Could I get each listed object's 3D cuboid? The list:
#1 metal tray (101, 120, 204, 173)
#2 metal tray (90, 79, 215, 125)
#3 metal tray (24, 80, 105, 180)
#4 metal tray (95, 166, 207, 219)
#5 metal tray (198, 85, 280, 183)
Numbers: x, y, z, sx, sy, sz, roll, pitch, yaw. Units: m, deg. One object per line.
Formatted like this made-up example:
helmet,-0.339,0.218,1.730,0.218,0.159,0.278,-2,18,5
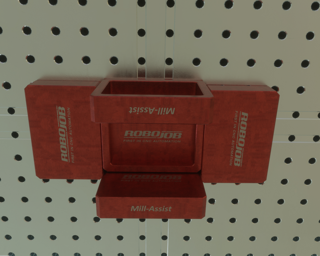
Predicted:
metal tray,-0.010,0.013,0.413,0.131,0.030,0.089,1,110,-1
metal tray,-0.008,-0.034,0.366,0.131,0.090,0.030,1,110,-1
metal tray,-0.121,0.004,0.410,0.091,0.030,0.129,1,110,-1
metal tray,-0.011,0.079,0.406,0.131,0.090,0.030,1,110,-1
metal tray,0.101,0.010,0.414,0.091,0.030,0.129,1,110,-2
